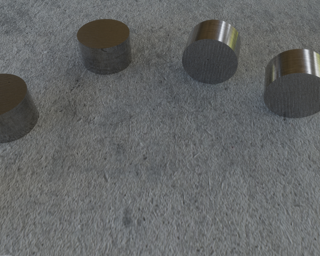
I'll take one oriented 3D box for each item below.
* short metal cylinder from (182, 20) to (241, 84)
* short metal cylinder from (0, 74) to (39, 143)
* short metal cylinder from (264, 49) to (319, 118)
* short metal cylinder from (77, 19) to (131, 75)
[{"bbox_3d":[0.077,-0.112,0.462,0.080,0.080,0.050,11,51,9],"label":"short metal cylinder"},{"bbox_3d":[-0.209,-0.026,0.408,0.080,0.050,0.080,0,50,0],"label":"short metal cylinder"},{"bbox_3d":[0.183,-0.059,0.418,0.080,0.080,0.050,11,51,9],"label":"short metal cylinder"},{"bbox_3d":[-0.087,-0.131,0.496,0.080,0.050,0.080,0,50,0],"label":"short metal cylinder"}]
